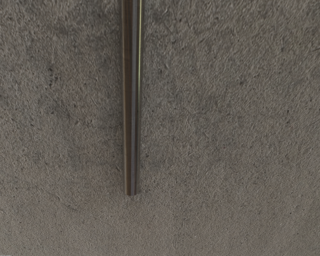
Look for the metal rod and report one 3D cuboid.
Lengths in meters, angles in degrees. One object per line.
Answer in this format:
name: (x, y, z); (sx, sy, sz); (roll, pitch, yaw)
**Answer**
metal rod: (-0.036, -0.017, 0.392); (0.025, 0.025, 0.298); (3, 130, -2)
